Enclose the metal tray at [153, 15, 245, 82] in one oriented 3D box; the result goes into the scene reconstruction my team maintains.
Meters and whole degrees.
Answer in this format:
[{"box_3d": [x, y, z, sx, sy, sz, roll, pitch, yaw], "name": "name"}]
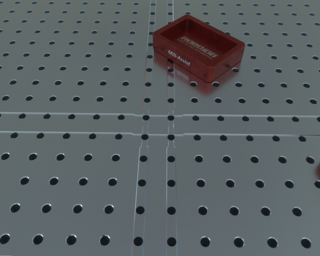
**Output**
[{"box_3d": [0.063, -0.138, 0.520, 0.090, 0.030, 0.130, -37, 59, -27], "name": "metal tray"}]
